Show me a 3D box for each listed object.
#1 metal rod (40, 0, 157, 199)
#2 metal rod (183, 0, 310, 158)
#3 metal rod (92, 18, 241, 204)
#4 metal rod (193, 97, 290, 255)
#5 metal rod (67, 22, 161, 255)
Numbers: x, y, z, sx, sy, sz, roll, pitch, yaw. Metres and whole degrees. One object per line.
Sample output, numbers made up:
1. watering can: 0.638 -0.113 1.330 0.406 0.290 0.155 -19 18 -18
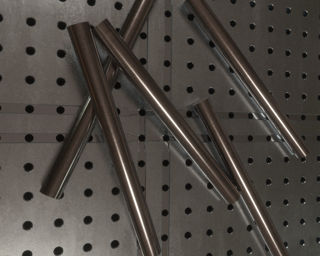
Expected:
1. metal rod: -0.069 -0.056 0.387 0.025 0.025 0.299 27 81 -18
2. metal rod: 0.137 -0.071 0.464 0.025 0.025 0.300 -44 104 -15
3. metal rod: 0.018 -0.008 0.404 0.025 0.025 0.300 -44 110 -15
4. metal rod: 0.128 0.090 0.461 0.025 0.025 0.299 -32 101 -17
5. metal rod: -0.050 0.026 0.375 0.025 0.025 0.298 -21 104 -19
